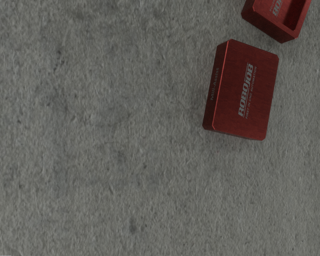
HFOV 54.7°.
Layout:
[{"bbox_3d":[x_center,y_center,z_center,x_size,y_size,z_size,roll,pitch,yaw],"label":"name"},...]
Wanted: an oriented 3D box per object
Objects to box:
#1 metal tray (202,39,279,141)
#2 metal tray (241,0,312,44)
[{"bbox_3d":[0.119,-0.053,0.452,0.091,0.030,0.129,13,86,-20],"label":"metal tray"},{"bbox_3d":[0.189,-0.210,0.477,0.090,0.030,0.130,25,82,-19],"label":"metal tray"}]
